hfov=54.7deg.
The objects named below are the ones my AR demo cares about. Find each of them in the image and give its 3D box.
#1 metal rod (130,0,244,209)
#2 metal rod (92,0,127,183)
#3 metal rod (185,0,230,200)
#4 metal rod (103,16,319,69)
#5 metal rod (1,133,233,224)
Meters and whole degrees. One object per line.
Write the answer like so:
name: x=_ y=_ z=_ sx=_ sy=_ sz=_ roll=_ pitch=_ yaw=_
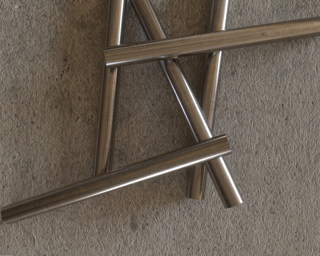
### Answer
metal rod: x=0.029 y=-0.044 z=0.391 sx=0.025 sy=0.025 sz=0.299 roll=-24 pitch=83 yaw=0
metal rod: x=-0.064 y=-0.079 z=0.409 sx=0.025 sy=0.025 sz=0.298 roll=5 pitch=90 yaw=0
metal rod: x=0.065 y=-0.056 z=0.410 sx=0.025 sy=0.025 sz=0.298 roll=7 pitch=90 yaw=0
metal rod: x=0.082 y=-0.109 z=0.385 sx=0.302 sy=0.025 sz=0.025 roll=-11 pitch=90 yaw=-10
metal rod: x=-0.061 y=0.066 z=0.380 sx=0.301 sy=0.025 sz=0.025 roll=-19 pitch=90 yaw=11
